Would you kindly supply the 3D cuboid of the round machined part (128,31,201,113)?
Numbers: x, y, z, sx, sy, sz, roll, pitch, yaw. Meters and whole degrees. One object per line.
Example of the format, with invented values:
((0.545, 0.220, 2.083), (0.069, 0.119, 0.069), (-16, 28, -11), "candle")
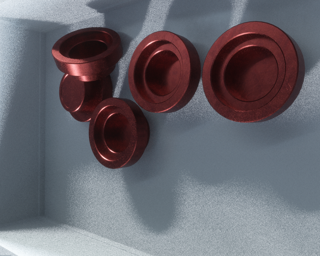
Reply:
((0.010, -0.067, 0.386), (0.098, 0.042, 0.097), (0, 90, 39), "round machined part")

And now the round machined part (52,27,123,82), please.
((-0.103, -0.105, 0.454), (0.098, 0.099, 0.042), (35, 149, 34), "round machined part")

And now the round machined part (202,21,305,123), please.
((0.096, -0.054, 0.316), (0.098, 0.042, 0.097), (0, 90, 39), "round machined part")

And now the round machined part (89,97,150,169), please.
((-0.053, 0.007, 0.437), (0.098, 0.042, 0.097), (0, 90, 39), "round machined part")

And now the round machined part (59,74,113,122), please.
((-0.124, -0.058, 0.495), (0.098, 0.042, 0.097), (0, 90, 39), "round machined part")
